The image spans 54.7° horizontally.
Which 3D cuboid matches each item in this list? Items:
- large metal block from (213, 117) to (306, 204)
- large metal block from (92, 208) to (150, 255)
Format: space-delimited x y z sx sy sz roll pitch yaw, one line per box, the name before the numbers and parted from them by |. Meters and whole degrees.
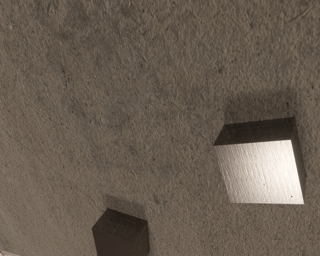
large metal block | 0.116 0.038 0.353 0.080 0.050 0.080 -7 115 31
large metal block | -0.067 0.198 0.546 0.080 0.050 0.079 11 123 21
